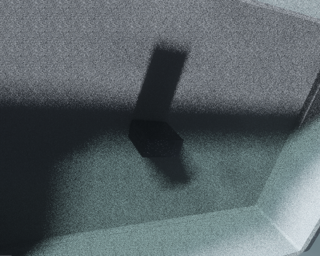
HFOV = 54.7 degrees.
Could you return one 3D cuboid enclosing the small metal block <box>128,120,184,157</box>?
[{"bbox_3d":[-0.006,0.013,0.394,0.050,0.050,0.025,3,117,-30],"label":"small metal block"}]
